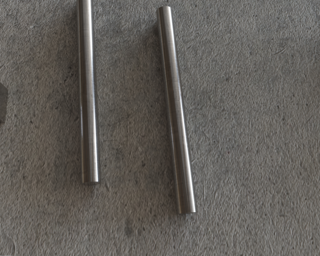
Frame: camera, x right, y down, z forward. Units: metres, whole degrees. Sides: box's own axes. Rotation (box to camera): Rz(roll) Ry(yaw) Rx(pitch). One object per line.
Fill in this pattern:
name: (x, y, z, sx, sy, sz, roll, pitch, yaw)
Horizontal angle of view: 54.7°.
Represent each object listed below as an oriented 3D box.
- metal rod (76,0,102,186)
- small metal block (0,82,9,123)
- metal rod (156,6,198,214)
metal rod: (-0.101, -0.071, 0.432, 0.025, 0.025, 0.299, -6, 70, -3)
small metal block: (-0.225, -0.038, 0.406, 0.025, 0.050, 0.050, -4, 70, -2)
metal rod: (0.020, -0.038, 0.422, 0.025, 0.025, 0.299, -5, 70, -2)
